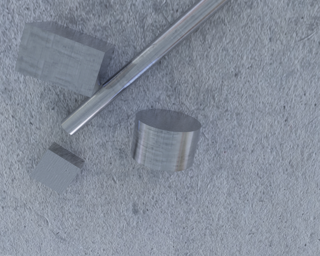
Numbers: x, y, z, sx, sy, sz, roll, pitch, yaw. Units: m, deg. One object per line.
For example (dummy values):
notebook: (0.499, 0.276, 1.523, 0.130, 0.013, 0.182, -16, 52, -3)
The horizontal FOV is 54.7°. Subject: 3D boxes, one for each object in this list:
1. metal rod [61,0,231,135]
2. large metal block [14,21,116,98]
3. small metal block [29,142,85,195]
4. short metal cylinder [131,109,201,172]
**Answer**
metal rod: (-0.007, -0.092, 0.375, 0.300, 0.025, 0.025, -39, 106, 13)
large metal block: (-0.102, -0.081, 0.350, 0.080, 0.080, 0.050, 19, 109, -7)
small metal block: (-0.142, 0.056, 0.429, 0.050, 0.025, 0.050, 35, 106, -12)
short metal cylinder: (0.007, 0.013, 0.385, 0.081, 0.080, 0.050, 8, 110, -3)
